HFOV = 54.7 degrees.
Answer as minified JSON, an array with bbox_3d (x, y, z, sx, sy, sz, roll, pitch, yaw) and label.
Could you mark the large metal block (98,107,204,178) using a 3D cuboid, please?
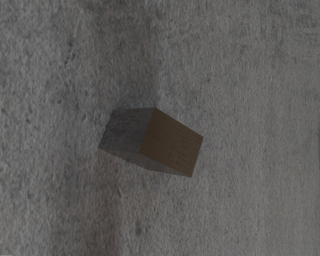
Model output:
[{"bbox_3d":[-0.011,0.017,0.362,0.080,0.080,0.050,30,72,-37],"label":"large metal block"}]
